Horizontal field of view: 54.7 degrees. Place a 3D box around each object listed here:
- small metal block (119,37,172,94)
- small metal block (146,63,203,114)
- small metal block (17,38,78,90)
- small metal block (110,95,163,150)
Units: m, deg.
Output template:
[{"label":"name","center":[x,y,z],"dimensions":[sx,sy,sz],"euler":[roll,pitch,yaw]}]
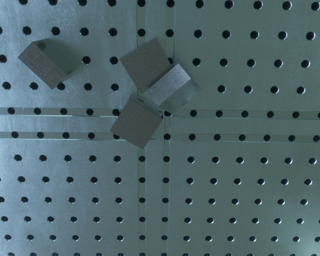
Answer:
[{"label":"small metal block","center":[-0.014,-0.078,0.385],"dimensions":[0.050,0.025,0.050],"euler":[-28,108,9]},{"label":"small metal block","center":[0.019,-0.046,0.381],"dimensions":[0.050,0.050,0.025],"euler":[-40,69,13]},{"label":"small metal block","center":[-0.132,-0.078,0.370],"dimensions":[0.025,0.050,0.050],"euler":[-41,106,13]},{"label":"small metal block","center":[-0.031,-0.008,0.410],"dimensions":[0.050,0.025,0.050],"euler":[30,107,-11]}]
